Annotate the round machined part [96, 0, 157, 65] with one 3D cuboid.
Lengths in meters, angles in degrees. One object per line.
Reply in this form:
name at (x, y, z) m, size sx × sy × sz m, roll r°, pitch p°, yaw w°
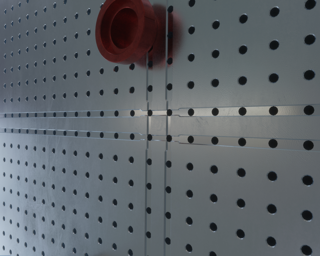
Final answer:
round machined part at (-0.043, -0.137, 0.434) m, size 0.098 × 0.042 × 0.097 m, roll 0°, pitch 90°, yaw 40°
